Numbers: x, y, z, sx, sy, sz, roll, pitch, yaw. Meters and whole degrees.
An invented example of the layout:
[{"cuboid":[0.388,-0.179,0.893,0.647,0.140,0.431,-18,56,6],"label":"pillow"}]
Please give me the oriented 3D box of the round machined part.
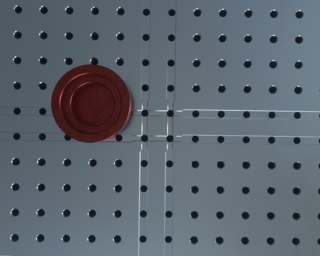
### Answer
[{"cuboid":[-0.086,-0.030,0.404,0.099,0.042,0.097,0,90,0],"label":"round machined part"}]
